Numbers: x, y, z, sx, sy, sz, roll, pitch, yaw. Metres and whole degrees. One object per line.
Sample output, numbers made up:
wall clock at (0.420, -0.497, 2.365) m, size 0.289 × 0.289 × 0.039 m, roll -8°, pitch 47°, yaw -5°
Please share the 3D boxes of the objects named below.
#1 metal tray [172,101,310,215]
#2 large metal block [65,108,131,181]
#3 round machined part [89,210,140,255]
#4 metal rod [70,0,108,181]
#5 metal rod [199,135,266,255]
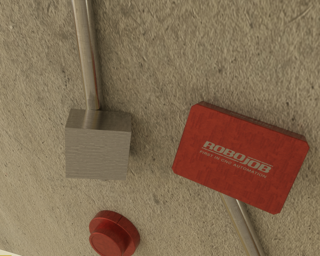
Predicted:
metal tray at (0.089, 0.032, 0.358) m, size 0.130 × 0.030 × 0.089 m, roll 21°, pitch 107°, yaw 15°
large metal block at (-0.084, 0.023, 0.422) m, size 0.081 × 0.050 × 0.079 m, roll 4°, pitch 121°, yaw -9°
round machined part at (-0.089, 0.202, 0.565) m, size 0.098 × 0.042 × 0.097 m, roll 13°, pitch 124°, yaw 20°
metal rod at (-0.091, -0.049, 0.422) m, size 0.025 × 0.025 × 0.298 m, roll 13°, pitch 124°, yaw 20°
metal rod at (0.116, 0.136, 0.429) m, size 0.025 × 0.025 × 0.299 m, roll -13°, pitch 112°, yaw 33°
